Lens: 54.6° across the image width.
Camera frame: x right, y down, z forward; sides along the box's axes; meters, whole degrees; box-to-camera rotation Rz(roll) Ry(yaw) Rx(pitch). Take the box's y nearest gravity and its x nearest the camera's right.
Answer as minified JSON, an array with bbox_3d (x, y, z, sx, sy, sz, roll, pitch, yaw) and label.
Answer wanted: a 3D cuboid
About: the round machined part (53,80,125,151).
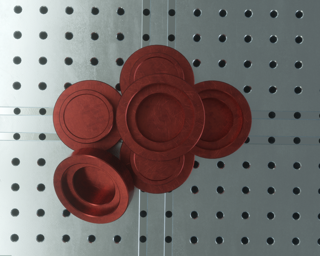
[{"bbox_3d":[-0.091,-0.014,0.404,0.099,0.042,0.097,0,90,0],"label":"round machined part"}]

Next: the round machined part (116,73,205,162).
[{"bbox_3d":[0.001,-0.012,0.362,0.099,0.042,0.097,0,90,0],"label":"round machined part"}]

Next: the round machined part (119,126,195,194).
[{"bbox_3d":[-0.004,0.038,0.404,0.099,0.042,0.097,0,90,0],"label":"round machined part"}]

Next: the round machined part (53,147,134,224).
[{"bbox_3d":[-0.079,0.068,0.391,0.098,0.042,0.097,5,113,13],"label":"round machined part"}]

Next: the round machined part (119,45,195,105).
[{"bbox_3d":[-0.004,-0.060,0.405,0.099,0.042,0.097,0,90,0],"label":"round machined part"}]

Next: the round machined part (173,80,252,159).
[{"bbox_3d":[0.065,-0.011,0.405,0.099,0.042,0.097,0,90,0],"label":"round machined part"}]
